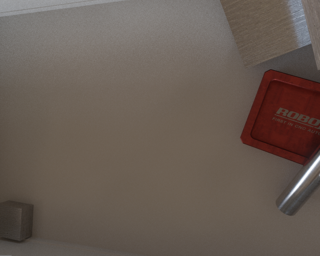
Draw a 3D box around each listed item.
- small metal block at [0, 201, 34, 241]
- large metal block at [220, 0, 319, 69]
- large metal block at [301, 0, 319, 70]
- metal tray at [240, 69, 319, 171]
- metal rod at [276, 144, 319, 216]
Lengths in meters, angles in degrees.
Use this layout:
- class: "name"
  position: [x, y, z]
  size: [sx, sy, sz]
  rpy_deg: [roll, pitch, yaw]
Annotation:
- class: "small metal block"
  position: [-0.230, 0.145, 0.490]
  size: [0.050, 0.025, 0.050]
  rpy_deg: [4, 91, 19]
- class: "large metal block"
  position: [0.118, -0.122, 0.339]
  size: [0.080, 0.050, 0.080]
  rpy_deg: [-20, 110, 19]
- class: "large metal block"
  position: [0.182, -0.106, 0.278]
  size: [0.080, 0.050, 0.080]
  rpy_deg: [-5, 116, 43]
- class: "metal tray"
  position: [0.168, -0.004, 0.348]
  size: [0.130, 0.030, 0.089]
  rpy_deg: [21, 97, 18]
- class: "metal rod"
  position: [0.185, -0.024, 0.266]
  size: [0.025, 0.025, 0.298]
  rpy_deg: [32, 128, 17]
